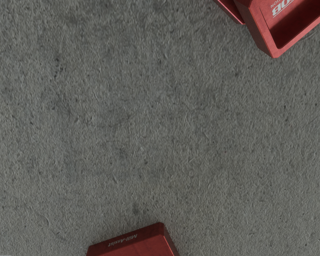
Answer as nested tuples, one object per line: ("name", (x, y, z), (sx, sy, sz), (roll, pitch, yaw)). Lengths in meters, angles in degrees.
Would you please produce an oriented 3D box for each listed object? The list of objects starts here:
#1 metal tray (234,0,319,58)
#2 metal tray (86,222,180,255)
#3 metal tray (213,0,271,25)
("metal tray", (0.150, -0.148, 0.326), (0.130, 0.030, 0.090), (-41, 136, 9))
("metal tray", (-0.039, 0.209, 0.484), (0.130, 0.030, 0.090), (-21, 109, 7))
("metal tray", (0.106, -0.192, 0.337), (0.090, 0.030, 0.130), (39, 105, -14))
